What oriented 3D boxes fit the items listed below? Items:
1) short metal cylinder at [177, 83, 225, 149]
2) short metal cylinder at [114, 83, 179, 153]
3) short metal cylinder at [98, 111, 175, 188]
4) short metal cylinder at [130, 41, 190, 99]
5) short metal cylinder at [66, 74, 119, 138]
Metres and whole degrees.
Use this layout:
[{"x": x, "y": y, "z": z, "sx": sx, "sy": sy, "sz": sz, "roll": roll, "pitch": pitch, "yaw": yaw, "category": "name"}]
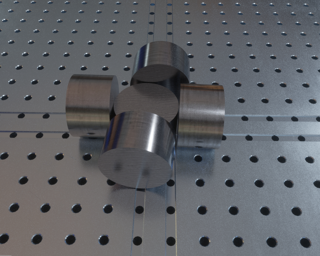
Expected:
[{"x": 0.048, "y": -0.015, "z": 0.385, "sx": 0.050, "sy": 0.080, "sz": 0.080, "roll": 3, "pitch": 50, "yaw": 2, "category": "short metal cylinder"}, {"x": -0.017, "y": -0.013, "z": 0.403, "sx": 0.081, "sy": 0.050, "sz": 0.080, "roll": 1, "pitch": 50, "yaw": -1, "category": "short metal cylinder"}, {"x": -0.024, "y": 0.026, "z": 0.348, "sx": 0.080, "sy": 0.080, "sz": 0.050, "roll": 5, "pitch": 50, "yaw": 4, "category": "short metal cylinder"}, {"x": 0.001, "y": -0.073, "z": 0.433, "sx": 0.080, "sy": 0.080, "sz": 0.050, "roll": 2, "pitch": 50, "yaw": 2, "category": "short metal cylinder"}, {"x": -0.083, "y": -0.028, "z": 0.394, "sx": 0.050, "sy": 0.080, "sz": 0.080, "roll": 2, "pitch": 50, "yaw": 0, "category": "short metal cylinder"}]
